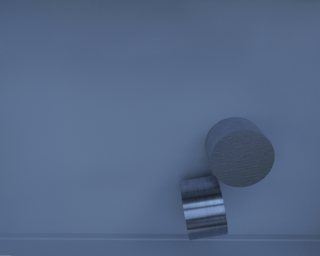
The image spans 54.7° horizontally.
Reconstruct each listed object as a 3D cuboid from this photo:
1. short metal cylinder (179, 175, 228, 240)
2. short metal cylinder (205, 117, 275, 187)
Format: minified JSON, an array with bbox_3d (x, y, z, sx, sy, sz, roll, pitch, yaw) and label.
[{"bbox_3d":[0.058,0.108,0.423,0.050,0.080,0.079,-10,110,3],"label":"short metal cylinder"},{"bbox_3d":[0.103,0.031,0.411,0.081,0.050,0.079,0,110,-1],"label":"short metal cylinder"}]
